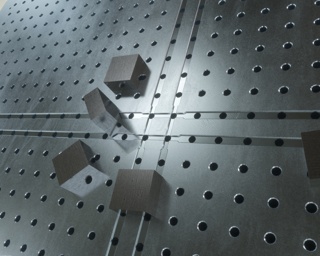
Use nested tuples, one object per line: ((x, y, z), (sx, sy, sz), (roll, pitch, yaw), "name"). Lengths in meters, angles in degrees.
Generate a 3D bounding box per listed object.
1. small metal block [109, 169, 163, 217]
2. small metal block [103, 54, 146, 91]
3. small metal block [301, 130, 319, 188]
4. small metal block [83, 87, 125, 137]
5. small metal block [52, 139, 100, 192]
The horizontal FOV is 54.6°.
((-0.029, 0.078, 0.376), (0.050, 0.025, 0.050), (-3, 60, 27), "small metal block")
((-0.055, -0.088, 0.493), (0.050, 0.025, 0.050), (0, 62, 28), "small metal block")
((0.169, 0.028, 0.302), (0.050, 0.025, 0.050), (-10, 57, 23), "small metal block")
((-0.081, -0.023, 0.450), (0.025, 0.050, 0.050), (-33, 51, 7), "small metal block")
((-0.120, 0.053, 0.440), (0.050, 0.025, 0.050), (-36, 51, 4), "small metal block")
